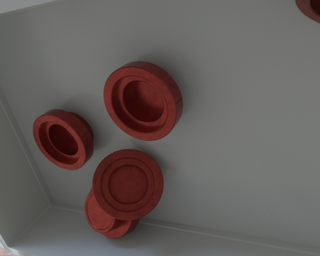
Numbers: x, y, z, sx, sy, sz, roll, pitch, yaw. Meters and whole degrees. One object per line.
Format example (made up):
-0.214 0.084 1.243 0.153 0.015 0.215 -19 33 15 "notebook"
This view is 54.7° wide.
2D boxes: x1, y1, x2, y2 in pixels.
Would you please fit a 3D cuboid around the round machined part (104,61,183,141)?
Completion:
-0.017 -0.036 0.384 0.098 0.042 0.097 13 124 21 "round machined part"

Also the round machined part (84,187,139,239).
-0.082 0.128 0.494 0.098 0.042 0.097 1 92 35 "round machined part"

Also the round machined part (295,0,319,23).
0.155 -0.105 0.224 0.098 0.098 0.042 20 95 16 "round machined part"

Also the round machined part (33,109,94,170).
-0.144 0.014 0.482 0.098 0.042 0.097 13 124 21 "round machined part"

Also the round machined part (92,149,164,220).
-0.046 0.081 0.449 0.098 0.098 0.042 37 167 4 "round machined part"
